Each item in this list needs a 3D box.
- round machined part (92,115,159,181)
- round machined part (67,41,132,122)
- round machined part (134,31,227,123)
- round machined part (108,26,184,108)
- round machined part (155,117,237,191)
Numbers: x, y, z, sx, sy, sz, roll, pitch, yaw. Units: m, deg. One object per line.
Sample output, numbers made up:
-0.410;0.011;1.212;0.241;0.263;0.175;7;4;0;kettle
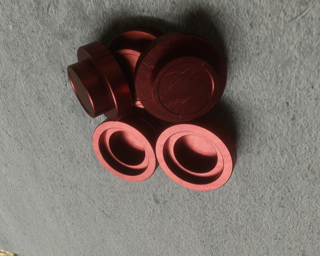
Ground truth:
-0.041;0.023;0.431;0.098;0.042;0.097;13;124;20;round machined part
-0.077;-0.051;0.374;0.098;0.042;0.097;47;154;32;round machined part
0.023;-0.048;0.326;0.099;0.042;0.097;-4;120;-6;round machined part
-0.024;-0.066;0.367;0.098;0.042;0.097;13;124;20;round machined part
0.047;0.027;0.388;0.098;0.042;0.097;13;124;20;round machined part
